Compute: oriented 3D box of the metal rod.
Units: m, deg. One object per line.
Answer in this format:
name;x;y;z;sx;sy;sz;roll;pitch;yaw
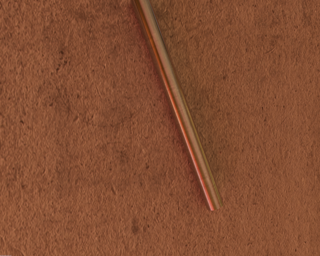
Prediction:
metal rod;0.026;-0.029;0.418;0.025;0.025;0.299;-23;98;-18
